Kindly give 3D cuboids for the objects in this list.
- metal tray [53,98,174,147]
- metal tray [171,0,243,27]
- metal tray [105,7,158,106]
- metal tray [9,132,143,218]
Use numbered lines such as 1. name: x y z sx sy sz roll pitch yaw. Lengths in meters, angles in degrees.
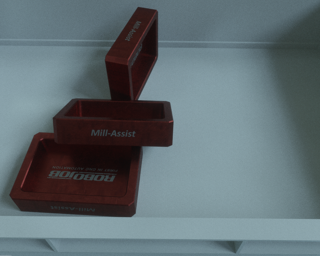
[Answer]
1. metal tray: -0.052 -0.009 0.378 0.131 0.030 0.090 2 19 -2
2. metal tray: 0.088 -0.237 0.604 0.131 0.030 0.090 3 50 2
3. metal tray: -0.035 -0.101 0.447 0.030 0.089 0.130 13 51 10
4. metal tray: -0.089 0.051 0.357 0.131 0.030 0.090 3 50 2
